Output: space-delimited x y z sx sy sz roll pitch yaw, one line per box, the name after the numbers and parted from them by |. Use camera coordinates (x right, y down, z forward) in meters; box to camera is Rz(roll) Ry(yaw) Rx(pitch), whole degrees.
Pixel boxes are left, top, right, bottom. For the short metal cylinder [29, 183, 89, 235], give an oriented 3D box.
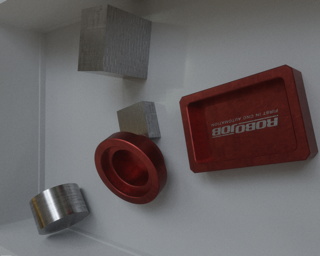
-0.163 0.131 0.502 0.080 0.081 0.050 -42 65 32 | short metal cylinder

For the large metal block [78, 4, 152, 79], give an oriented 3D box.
-0.060 -0.111 0.418 0.050 0.081 0.079 9 96 39 | large metal block

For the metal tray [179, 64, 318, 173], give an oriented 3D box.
0.087 -0.004 0.330 0.130 0.030 0.090 -14 81 38 | metal tray

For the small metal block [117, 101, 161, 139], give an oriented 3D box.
-0.030 -0.006 0.429 0.050 0.025 0.050 -18 79 38 | small metal block

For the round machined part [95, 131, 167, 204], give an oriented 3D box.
-0.034 0.047 0.405 0.098 0.042 0.097 15 123 25 | round machined part
